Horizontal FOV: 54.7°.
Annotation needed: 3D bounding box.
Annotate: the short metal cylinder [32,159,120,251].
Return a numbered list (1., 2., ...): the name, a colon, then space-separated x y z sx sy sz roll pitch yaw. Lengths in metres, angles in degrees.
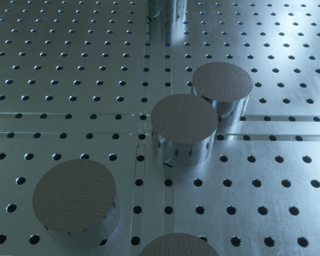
1. short metal cylinder: -0.084 0.079 0.324 0.081 0.050 0.080 0 50 0

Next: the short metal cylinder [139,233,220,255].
1. short metal cylinder: 0.016 0.141 0.273 0.081 0.050 0.080 0 50 0

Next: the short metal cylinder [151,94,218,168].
1. short metal cylinder: 0.029 0.003 0.390 0.081 0.050 0.080 0 50 0

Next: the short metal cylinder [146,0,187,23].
1. short metal cylinder: 0.012 -0.248 0.600 0.081 0.050 0.080 0 50 0

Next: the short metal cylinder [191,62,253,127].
1. short metal cylinder: 0.083 -0.047 0.432 0.081 0.050 0.080 0 50 0
